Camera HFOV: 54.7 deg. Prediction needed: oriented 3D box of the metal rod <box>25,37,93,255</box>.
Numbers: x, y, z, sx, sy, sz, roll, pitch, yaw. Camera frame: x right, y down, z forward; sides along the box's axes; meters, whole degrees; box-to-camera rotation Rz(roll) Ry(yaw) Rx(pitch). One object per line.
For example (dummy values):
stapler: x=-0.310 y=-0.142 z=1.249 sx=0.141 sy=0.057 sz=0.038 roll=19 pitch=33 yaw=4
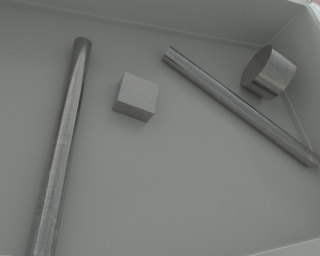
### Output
metal rod: x=-0.106 y=0.013 z=0.340 sx=0.025 sy=0.025 sz=0.299 roll=14 pitch=56 yaw=-21

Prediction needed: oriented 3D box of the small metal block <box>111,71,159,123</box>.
small metal block: x=-0.032 y=-0.041 z=0.415 sx=0.050 sy=0.025 sz=0.050 roll=20 pitch=54 yaw=-17

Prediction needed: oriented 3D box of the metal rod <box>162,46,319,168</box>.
metal rod: x=0.132 y=-0.031 z=0.497 sx=0.301 sy=0.025 sz=0.025 roll=36 pitch=51 yaw=-5

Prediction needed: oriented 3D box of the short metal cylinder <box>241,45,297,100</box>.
short metal cylinder: x=0.184 y=-0.094 z=0.530 sx=0.050 sy=0.080 sz=0.080 roll=30 pitch=52 yaw=-10
